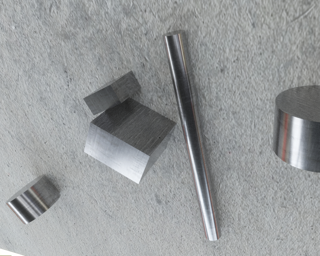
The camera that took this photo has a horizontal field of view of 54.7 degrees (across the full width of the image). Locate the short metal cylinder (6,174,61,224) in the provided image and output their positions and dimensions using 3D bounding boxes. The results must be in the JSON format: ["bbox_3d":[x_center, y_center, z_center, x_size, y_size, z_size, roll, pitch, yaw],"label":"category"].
[{"bbox_3d":[-0.234,0.131,0.576,0.080,0.080,0.050,-26,104,37],"label":"short metal cylinder"}]

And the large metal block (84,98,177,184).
[{"bbox_3d":[-0.037,0.012,0.398,0.080,0.080,0.050,29,128,9],"label":"large metal block"}]

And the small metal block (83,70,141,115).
[{"bbox_3d":[-0.060,-0.045,0.395,0.050,0.050,0.025,-19,108,35],"label":"small metal block"}]

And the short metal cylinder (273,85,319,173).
[{"bbox_3d":[0.150,-0.002,0.291,0.080,0.080,0.050,7,122,24],"label":"short metal cylinder"}]

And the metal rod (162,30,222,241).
[{"bbox_3d":[0.047,0.028,0.399,0.025,0.025,0.298,1,119,28],"label":"metal rod"}]
